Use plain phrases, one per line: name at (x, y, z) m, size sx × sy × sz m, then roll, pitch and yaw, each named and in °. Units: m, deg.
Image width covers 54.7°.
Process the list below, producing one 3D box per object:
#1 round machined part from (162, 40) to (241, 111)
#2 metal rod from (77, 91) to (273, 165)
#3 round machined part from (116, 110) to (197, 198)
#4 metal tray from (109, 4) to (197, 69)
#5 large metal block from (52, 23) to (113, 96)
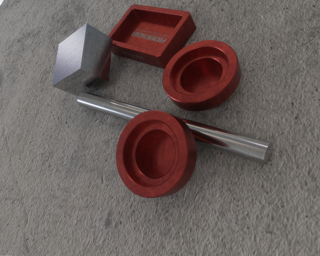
round machined part at (0.056, -0.063, 0.402) m, size 0.098 × 0.042 × 0.098 m, roll -13°, pitch 56°, yaw 21°
metal rod at (-0.004, -0.010, 0.411) m, size 0.300 × 0.025 × 0.025 m, roll 17°, pitch 71°, yaw 34°
round machined part at (-0.001, 0.031, 0.361) m, size 0.098 × 0.042 × 0.098 m, roll -6°, pitch 78°, yaw 33°
metal tray at (-0.018, -0.152, 0.503) m, size 0.130 × 0.030 × 0.090 m, roll 24°, pitch 75°, yaw 36°
large metal block at (-0.124, -0.106, 0.496) m, size 0.080 × 0.050 × 0.080 m, roll -17°, pitch 62°, yaw 40°
